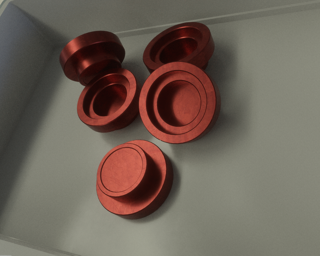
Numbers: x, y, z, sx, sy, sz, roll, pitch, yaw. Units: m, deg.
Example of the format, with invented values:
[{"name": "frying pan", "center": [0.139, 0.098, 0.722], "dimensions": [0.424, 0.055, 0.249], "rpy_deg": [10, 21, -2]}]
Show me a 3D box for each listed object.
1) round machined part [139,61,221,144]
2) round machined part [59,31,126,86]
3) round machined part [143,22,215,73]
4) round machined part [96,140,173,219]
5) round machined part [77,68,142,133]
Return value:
[{"name": "round machined part", "center": [0.027, -0.029, 0.382], "dimensions": [0.098, 0.042, 0.097], "rpy_deg": [-1, 88, 25]}, {"name": "round machined part", "center": [-0.098, -0.099, 0.474], "dimensions": [0.098, 0.098, 0.042], "rpy_deg": [-29, 73, 9]}, {"name": "round machined part", "center": [0.029, -0.101, 0.434], "dimensions": [0.098, 0.042, 0.098], "rpy_deg": [-16, 46, 17]}, {"name": "round machined part", "center": [-0.037, 0.057, 0.378], "dimensions": [0.098, 0.042, 0.098], "rpy_deg": [-13, 56, 20]}, {"name": "round machined part", "center": [-0.067, -0.036, 0.450], "dimensions": [0.098, 0.042, 0.098], "rpy_deg": [-13, 56, 20]}]
